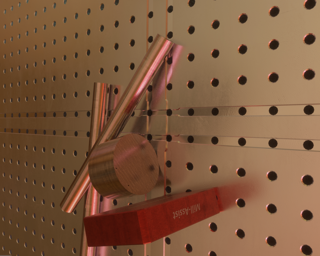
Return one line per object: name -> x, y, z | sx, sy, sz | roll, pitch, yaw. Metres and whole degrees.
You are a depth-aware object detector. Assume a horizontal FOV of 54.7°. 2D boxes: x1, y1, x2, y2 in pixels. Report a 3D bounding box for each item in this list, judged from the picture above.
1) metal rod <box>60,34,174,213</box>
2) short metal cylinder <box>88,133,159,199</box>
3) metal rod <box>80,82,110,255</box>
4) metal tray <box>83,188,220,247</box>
metal rod -> -0.069, 0.004, 0.446 | 0.025, 0.025, 0.298 | 43, 110, 31
short metal cylinder -> -0.047, 0.052, 0.412 | 0.050, 0.081, 0.080 | -19, 78, 38
metal rod -> -0.105, 0.078, 0.496 | 0.025, 0.025, 0.298 | 10, 96, 39
metal tray -> -0.005, 0.097, 0.345 | 0.090, 0.131, 0.030 | -20, 78, 38
